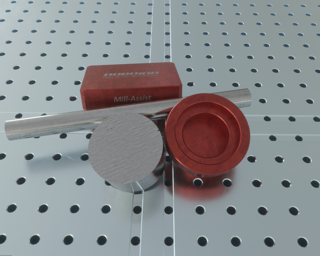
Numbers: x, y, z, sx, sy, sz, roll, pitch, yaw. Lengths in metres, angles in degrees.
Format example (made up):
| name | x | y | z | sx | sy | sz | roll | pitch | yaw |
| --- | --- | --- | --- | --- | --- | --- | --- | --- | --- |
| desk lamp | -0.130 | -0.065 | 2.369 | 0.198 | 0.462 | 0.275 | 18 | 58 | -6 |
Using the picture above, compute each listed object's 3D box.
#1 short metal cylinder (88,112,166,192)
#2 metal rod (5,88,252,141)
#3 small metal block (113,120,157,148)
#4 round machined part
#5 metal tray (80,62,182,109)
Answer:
| name | x | y | z | sx | sy | sz | roll | pitch | yaw |
| --- | --- | --- | --- | --- | --- | --- | --- | --- | --- |
| short metal cylinder | -0.035 | 0.029 | 0.352 | 0.080 | 0.050 | 0.080 | -2 | 68 | 5 |
| metal rod | -0.032 | -0.019 | 0.389 | 0.302 | 0.025 | 0.025 | -8 | 51 | -8 |
| small metal block | -0.035 | 0.009 | 0.410 | 0.050 | 0.025 | 0.050 | 14 | 51 | 11 |
| round machined part | 0.054 | 0.011 | 0.373 | 0.099 | 0.042 | 0.098 | 1 | 72 | -4 |
| metal tray | -0.040 | -0.061 | 0.437 | 0.131 | 0.030 | 0.090 | -3 | 32 | -4 |
